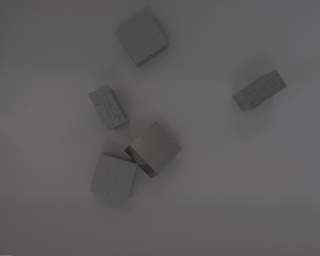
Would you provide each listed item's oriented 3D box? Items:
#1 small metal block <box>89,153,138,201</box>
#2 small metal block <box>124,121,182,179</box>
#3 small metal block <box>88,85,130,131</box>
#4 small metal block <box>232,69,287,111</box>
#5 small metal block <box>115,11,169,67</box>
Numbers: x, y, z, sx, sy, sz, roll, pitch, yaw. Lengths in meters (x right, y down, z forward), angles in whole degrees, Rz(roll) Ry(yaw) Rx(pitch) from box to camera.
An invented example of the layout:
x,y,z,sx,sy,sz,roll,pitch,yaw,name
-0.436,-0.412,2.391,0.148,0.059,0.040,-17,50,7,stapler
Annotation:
x,y,z,sx,sy,sz,roll,pitch,yaw,name
-0.060,0.064,0.411,0.050,0.025,0.050,16,90,0,small metal block
-0.008,0.028,0.400,0.050,0.025,0.050,47,60,0,small metal block
-0.064,-0.025,0.398,0.025,0.050,0.050,-28,90,0,small metal block
0.126,-0.047,0.400,0.050,0.050,0.025,-34,90,0,small metal block
-0.024,-0.117,0.411,0.050,0.025,0.050,-34,90,0,small metal block
